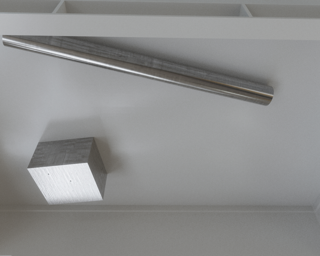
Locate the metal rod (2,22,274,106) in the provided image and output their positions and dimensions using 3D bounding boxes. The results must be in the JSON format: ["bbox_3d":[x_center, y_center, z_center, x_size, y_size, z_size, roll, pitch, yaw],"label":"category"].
[{"bbox_3d":[-0.014,-0.068,0.350,0.302,0.025,0.025,11,129,-10],"label":"metal rod"}]

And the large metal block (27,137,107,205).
[{"bbox_3d":[-0.128,0.062,0.444,0.080,0.050,0.080,-6,130,4],"label":"large metal block"}]
